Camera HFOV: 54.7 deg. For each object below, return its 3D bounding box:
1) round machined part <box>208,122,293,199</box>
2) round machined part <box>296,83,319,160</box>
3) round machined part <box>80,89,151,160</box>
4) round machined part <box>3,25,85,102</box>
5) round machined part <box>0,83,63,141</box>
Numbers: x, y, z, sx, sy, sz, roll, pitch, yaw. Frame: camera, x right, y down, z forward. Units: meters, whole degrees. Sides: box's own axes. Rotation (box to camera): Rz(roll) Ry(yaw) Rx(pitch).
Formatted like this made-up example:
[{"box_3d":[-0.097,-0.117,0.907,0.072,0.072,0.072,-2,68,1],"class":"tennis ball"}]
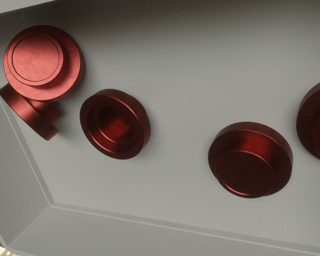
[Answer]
[{"box_3d":[0.104,0.045,0.370,0.098,0.042,0.097,13,124,21],"class":"round machined part"},{"box_3d":[0.185,-0.001,0.300,0.098,0.042,0.097,13,124,21],"class":"round machined part"},{"box_3d":[-0.056,-0.009,0.422,0.098,0.042,0.097,13,124,21],"class":"round machined part"},{"box_3d":[-0.149,-0.083,0.391,0.099,0.042,0.097,0,88,0],"class":"round machined part"},{"box_3d":[-0.182,-0.031,0.454,0.098,0.042,0.098,44,169,12],"class":"round machined part"}]
